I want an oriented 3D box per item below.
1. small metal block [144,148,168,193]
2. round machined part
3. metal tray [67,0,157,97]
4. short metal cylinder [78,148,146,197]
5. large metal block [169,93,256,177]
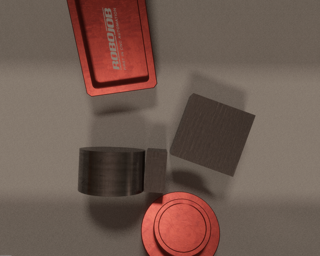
[{"bbox_3d":[-0.005,0.053,0.399,0.025,0.050,0.050,4,90,0],"label":"small metal block"},{"bbox_3d":[0.026,0.126,0.383,0.099,0.042,0.098,1,62,-2],"label":"round machined part"},{"bbox_3d":[-0.057,-0.111,0.388,0.091,0.030,0.129,-8,109,-1],"label":"metal tray"},{"bbox_3d":[-0.059,0.051,0.383,0.081,0.080,0.050,2,90,-1],"label":"short metal cylinder"},{"bbox_3d":[0.064,0.008,0.400,0.080,0.050,0.080,20,90,-1],"label":"large metal block"}]
